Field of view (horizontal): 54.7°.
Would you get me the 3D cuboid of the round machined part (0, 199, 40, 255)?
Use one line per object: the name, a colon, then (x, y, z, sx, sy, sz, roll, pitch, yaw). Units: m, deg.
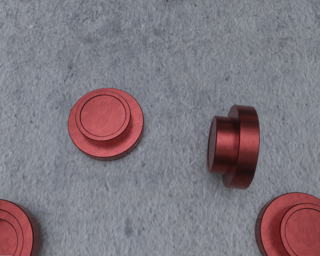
round machined part: (-0.184, 0.132, 0.349, 0.099, 0.042, 0.098, 0, 70, -1)

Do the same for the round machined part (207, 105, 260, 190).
round machined part: (0.081, 0.021, 0.363, 0.042, 0.098, 0.098, 6, 70, 2)

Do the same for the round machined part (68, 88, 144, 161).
round machined part: (-0.070, -0.009, 0.402, 0.099, 0.042, 0.098, 0, 70, -1)

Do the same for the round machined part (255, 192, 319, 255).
round machined part: (0.164, 0.123, 0.356, 0.099, 0.042, 0.098, 0, 70, -1)
